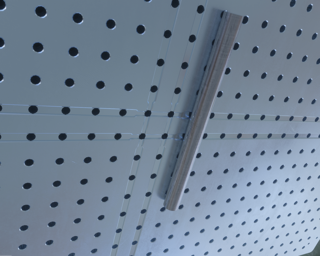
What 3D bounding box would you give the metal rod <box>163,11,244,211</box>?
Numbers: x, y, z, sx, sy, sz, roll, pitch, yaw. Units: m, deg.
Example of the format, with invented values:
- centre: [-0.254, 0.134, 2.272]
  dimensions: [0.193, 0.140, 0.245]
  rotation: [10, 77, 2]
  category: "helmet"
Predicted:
- centre: [0.053, -0.007, 0.435]
  dimensions: [0.025, 0.025, 0.298]
  rotation: [1, 118, -29]
  category: "metal rod"
